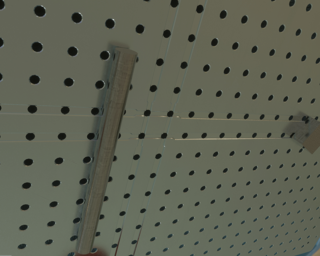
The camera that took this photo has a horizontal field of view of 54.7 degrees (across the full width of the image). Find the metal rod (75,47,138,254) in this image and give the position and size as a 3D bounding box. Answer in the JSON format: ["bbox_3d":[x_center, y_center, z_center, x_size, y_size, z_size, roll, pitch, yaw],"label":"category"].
[{"bbox_3d":[-0.075,0.046,0.399,0.025,0.025,0.298,2,118,-29],"label":"metal rod"}]

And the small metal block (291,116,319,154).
[{"bbox_3d":[0.280,0.014,0.573,0.050,0.025,0.050,32,100,-38],"label":"small metal block"}]
